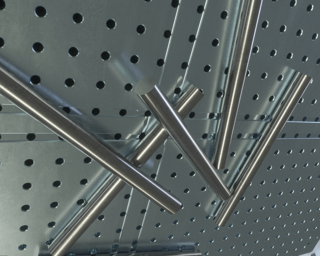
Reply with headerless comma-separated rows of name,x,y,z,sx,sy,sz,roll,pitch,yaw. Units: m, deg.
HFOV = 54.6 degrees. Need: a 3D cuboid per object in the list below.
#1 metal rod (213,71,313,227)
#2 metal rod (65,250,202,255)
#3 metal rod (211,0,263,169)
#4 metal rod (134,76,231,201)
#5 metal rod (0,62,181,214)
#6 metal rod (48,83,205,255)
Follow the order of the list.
metal rod,0.167,0.046,0.529,0.025,0.025,0.298,11,113,-33
metal rod,-0.049,0.223,0.520,0.302,0.025,0.025,13,112,-34
metal rod,0.104,-0.070,0.423,0.025,0.025,0.298,-9,123,-24
metal rod,0.048,0.036,0.434,0.025,0.025,0.300,-40,137,-1
metal rod,-0.073,0.026,0.363,0.025,0.025,0.300,-45,122,3
metal rod,-0.049,0.062,0.421,0.299,0.025,0.025,-49,129,6
